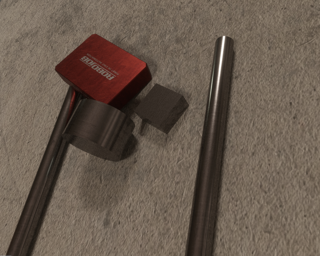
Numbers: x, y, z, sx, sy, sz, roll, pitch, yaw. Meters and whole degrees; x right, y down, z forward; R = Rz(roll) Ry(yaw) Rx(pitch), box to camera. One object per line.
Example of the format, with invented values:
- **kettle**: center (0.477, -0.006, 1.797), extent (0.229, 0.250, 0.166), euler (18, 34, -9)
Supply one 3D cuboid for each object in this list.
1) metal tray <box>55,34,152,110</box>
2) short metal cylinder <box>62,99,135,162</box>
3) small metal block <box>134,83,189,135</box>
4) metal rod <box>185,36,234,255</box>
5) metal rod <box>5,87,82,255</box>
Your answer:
- **metal tray**: center (-0.089, -0.086, 0.479), extent (0.130, 0.030, 0.090), euler (35, 74, 29)
- **short metal cylinder**: center (-0.080, 0.005, 0.406), extent (0.080, 0.080, 0.050), euler (9, 67, 32)
- **small metal block**: center (0.002, -0.027, 0.418), extent (0.050, 0.025, 0.050), euler (30, 78, 37)
- **metal rod**: center (0.061, 0.013, 0.362), extent (0.025, 0.025, 0.299), euler (-2, 61, 27)
- **metal rod**: center (-0.160, 0.042, 0.459), extent (0.025, 0.025, 0.299), euler (-3, 60, 26)
